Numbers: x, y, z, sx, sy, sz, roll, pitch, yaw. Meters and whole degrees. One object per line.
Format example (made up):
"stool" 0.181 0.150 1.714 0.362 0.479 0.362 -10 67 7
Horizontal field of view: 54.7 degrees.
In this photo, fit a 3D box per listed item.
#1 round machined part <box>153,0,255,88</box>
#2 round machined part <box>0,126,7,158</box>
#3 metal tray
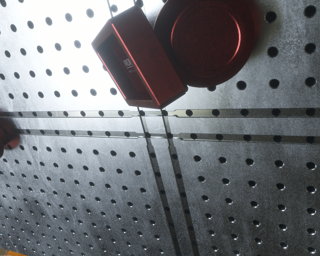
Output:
"round machined part" 0.043 -0.086 0.297 0.099 0.042 0.097 -1 110 -3
"round machined part" -0.331 0.017 0.582 0.098 0.042 0.097 13 124 20
"metal tray" -0.029 -0.067 0.331 0.090 0.030 0.130 59 166 -15
